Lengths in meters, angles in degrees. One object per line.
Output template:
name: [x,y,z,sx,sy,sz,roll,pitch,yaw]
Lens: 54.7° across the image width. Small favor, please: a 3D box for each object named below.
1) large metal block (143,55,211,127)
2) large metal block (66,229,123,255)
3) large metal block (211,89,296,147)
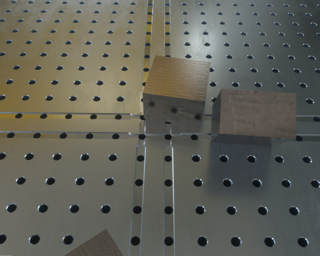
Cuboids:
large metal block: [0.025,-0.053,0.437,0.080,0.050,0.080,9,51,7]
large metal block: [-0.058,0.150,0.265,0.081,0.050,0.080,-29,56,-22]
large metal block: [0.107,-0.009,0.372,0.080,0.080,0.050,4,81,3]
